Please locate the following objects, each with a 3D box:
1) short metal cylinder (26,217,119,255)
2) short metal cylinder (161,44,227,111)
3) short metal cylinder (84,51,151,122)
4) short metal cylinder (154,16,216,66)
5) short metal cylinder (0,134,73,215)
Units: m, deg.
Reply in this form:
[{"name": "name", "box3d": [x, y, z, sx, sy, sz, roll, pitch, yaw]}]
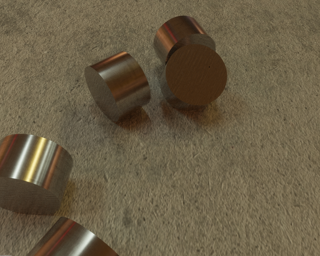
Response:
[{"name": "short metal cylinder", "box3d": [-0.072, 0.122, 0.264, 0.080, 0.080, 0.050, 26, 55, 20]}, {"name": "short metal cylinder", "box3d": [0.043, -0.066, 0.419, 0.081, 0.050, 0.080, 1, 84, -8]}, {"name": "short metal cylinder", "box3d": [-0.057, -0.055, 0.413, 0.050, 0.080, 0.080, -32, 57, -24]}, {"name": "short metal cylinder", "box3d": [0.036, -0.121, 0.469, 0.081, 0.080, 0.050, -16, 52, -13]}, {"name": "short metal cylinder", "box3d": [-0.138, 0.050, 0.324, 0.080, 0.080, 0.050, 3, 50, 3]}]
